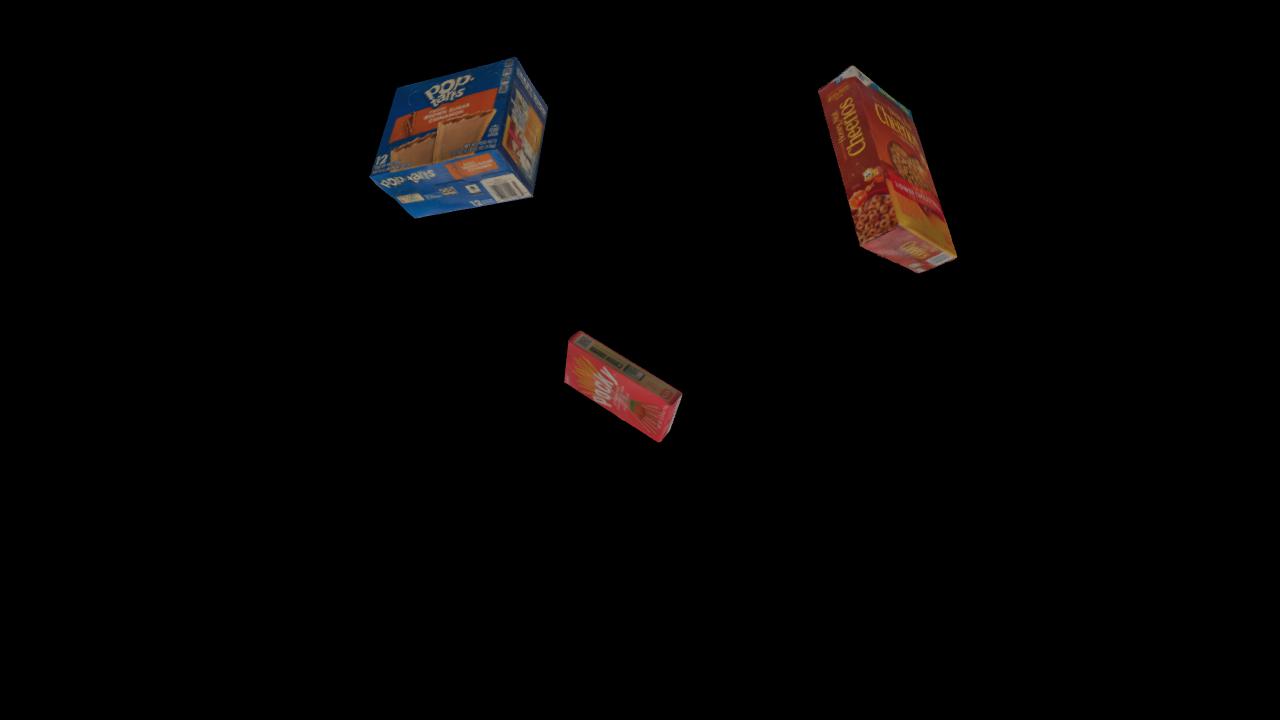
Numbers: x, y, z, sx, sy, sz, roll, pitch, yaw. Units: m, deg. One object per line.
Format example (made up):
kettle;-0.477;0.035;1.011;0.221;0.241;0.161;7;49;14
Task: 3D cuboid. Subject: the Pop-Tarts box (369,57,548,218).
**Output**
Pop-Tarts box;-0.207;-0.256;0.719;0.167;0.141;0.083;-4;-26;18

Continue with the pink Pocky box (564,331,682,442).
pink Pocky box;-0.025;0.034;0.767;0.155;0.084;0.029;32;51;15

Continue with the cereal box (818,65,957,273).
cereal box;0.412;-0.312;1.023;0.203;0.306;0.081;10;-25;-40
